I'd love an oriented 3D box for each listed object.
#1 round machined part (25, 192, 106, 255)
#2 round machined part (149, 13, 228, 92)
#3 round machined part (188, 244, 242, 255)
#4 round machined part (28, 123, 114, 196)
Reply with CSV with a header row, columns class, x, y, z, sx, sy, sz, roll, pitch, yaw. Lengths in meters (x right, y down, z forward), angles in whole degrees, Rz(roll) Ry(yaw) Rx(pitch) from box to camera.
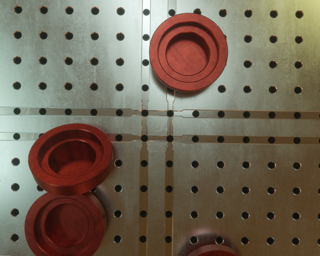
class,x,y,z,sx,sy,sz,roll,pitch,yaw
round machined part,-0.119,0.124,0.404,0.099,0.042,0.097,0,90,0
round machined part,0.036,-0.095,0.405,0.099,0.042,0.097,0,90,0
round machined part,0.072,0.200,0.405,0.099,0.042,0.097,0,90,0
round machined part,-0.108,0.043,0.387,0.099,0.042,0.098,2,46,-2
